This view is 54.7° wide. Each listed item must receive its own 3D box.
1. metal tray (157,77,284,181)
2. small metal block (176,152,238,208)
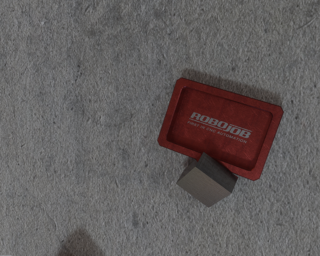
[{"bbox_3d":[0.072,-0.001,0.380,0.130,0.030,0.089,20,97,18],"label":"metal tray"},{"bbox_3d":[0.055,0.063,0.370,0.050,0.025,0.050,37,139,0],"label":"small metal block"}]
